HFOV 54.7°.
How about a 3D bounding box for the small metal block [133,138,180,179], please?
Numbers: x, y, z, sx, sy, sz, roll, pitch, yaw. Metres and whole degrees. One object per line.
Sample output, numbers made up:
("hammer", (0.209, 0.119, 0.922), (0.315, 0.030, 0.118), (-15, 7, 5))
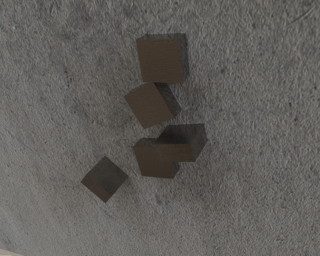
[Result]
("small metal block", (-0.004, 0.042, 0.435), (0.050, 0.025, 0.050), (0, 119, 28))

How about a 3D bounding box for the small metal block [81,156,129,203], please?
("small metal block", (-0.086, 0.080, 0.485), (0.050, 0.050, 0.025), (41, 129, 0))

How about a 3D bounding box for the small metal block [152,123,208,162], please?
("small metal block", (0.026, 0.018, 0.388), (0.050, 0.050, 0.025), (-3, 117, 29))

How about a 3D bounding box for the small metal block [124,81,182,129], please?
("small metal block", (-0.009, -0.032, 0.392), (0.050, 0.025, 0.050), (-20, 108, 35))

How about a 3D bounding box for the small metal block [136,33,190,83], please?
("small metal block", (0.004, -0.080, 0.355), (0.050, 0.025, 0.050), (6, 121, 25))
